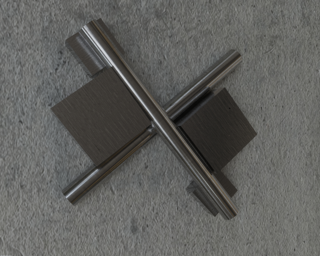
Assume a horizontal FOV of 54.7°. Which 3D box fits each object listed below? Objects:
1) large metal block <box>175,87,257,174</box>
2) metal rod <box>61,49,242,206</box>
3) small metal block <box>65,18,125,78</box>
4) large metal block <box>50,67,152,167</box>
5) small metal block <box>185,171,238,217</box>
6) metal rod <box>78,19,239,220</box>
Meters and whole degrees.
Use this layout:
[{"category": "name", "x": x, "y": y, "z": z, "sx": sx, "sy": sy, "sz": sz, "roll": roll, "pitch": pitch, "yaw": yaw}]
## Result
[{"category": "large metal block", "x": 0.070, "y": 0.003, "z": 0.423, "sx": 0.080, "sy": 0.050, "sz": 0.080, "roll": -41, "pitch": 103, "yaw": -15}, {"category": "metal rod", "x": 0.000, "y": -0.010, "z": 0.411, "sx": 0.301, "sy": 0.025, "sz": 0.025, "roll": -41, "pitch": 103, "yaw": -16}, {"category": "small metal block", "x": -0.080, "y": -0.097, "z": 0.381, "sx": 0.050, "sy": 0.025, "sz": 0.050, "roll": -39, "pitch": 103, "yaw": -16}, {"category": "large metal block", "x": -0.071, "y": -0.013, "z": 0.369, "sx": 0.080, "sy": 0.050, "sz": 0.080, "roll": -39, "pitch": 103, "yaw": -16}, {"category": "small metal block", "x": 0.073, "y": 0.087, "z": 0.438, "sx": 0.050, "sy": 0.025, "sz": 0.050, "roll": -45, "pitch": 104, "yaw": -15}, {"category": "metal rod", "x": 0.007, "y": -0.001, "z": 0.386, "sx": 0.025, "sy": 0.025, "sz": 0.300, "roll": -41, "pitch": 103, "yaw": -15}]
